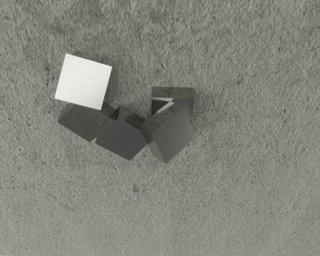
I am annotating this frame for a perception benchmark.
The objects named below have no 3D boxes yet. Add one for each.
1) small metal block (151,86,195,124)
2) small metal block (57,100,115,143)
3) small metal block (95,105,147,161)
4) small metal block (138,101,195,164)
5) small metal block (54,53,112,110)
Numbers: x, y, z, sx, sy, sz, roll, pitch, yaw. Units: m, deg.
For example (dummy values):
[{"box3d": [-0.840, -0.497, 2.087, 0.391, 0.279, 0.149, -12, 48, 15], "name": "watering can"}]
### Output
[{"box3d": [0.014, -0.024, 0.388, 0.050, 0.025, 0.050, 1, 130, -2], "name": "small metal block"}, {"box3d": [-0.092, -0.016, 0.394, 0.050, 0.025, 0.050, -37, 122, 27], "name": "small metal block"}, {"box3d": [-0.043, 0.007, 0.380, 0.050, 0.025, 0.050, 30, 124, -24], "name": "small metal block"}, {"box3d": [0.010, 0.005, 0.364, 0.050, 0.025, 0.050, -40, 131, -20], "name": "small metal block"}, {"box3d": [-0.086, -0.051, 0.349, 0.050, 0.025, 0.050, 14, 92, -13], "name": "small metal block"}]
